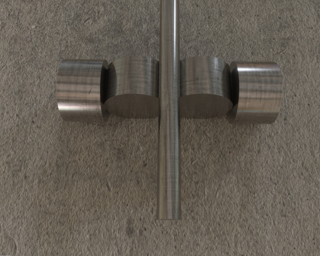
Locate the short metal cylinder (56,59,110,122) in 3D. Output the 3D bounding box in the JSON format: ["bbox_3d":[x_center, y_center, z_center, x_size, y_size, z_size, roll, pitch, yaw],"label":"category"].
[{"bbox_3d":[-0.094,-0.047,0.397,0.050,0.080,0.080,1,70,0],"label":"short metal cylinder"}]

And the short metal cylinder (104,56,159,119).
[{"bbox_3d":[-0.029,-0.049,0.398,0.080,0.080,0.050,1,70,0],"label":"short metal cylinder"}]

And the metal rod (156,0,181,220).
[{"bbox_3d":[0.011,-0.048,0.362,0.025,0.025,0.299,1,70,0],"label":"metal rod"}]

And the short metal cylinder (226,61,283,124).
[{"bbox_3d":[0.117,-0.045,0.398,0.050,0.080,0.080,1,70,0],"label":"short metal cylinder"}]

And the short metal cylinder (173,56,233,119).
[{"bbox_3d":[0.051,-0.049,0.398,0.080,0.080,0.050,1,70,0],"label":"short metal cylinder"}]
